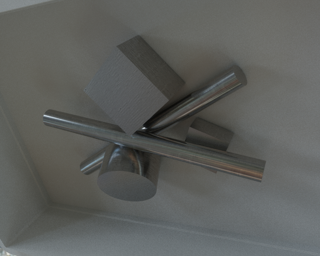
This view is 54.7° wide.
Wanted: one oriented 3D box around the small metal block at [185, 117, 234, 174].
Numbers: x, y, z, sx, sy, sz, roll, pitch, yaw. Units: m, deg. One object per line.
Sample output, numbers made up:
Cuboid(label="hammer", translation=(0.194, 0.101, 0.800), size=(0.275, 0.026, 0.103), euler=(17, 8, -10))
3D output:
Cuboid(label="small metal block", translation=(0.058, 0.022, 0.387), size=(0.050, 0.025, 0.050), euler=(24, 127, 13))

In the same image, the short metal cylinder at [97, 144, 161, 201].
Cuboid(label="short metal cylinder", translation=(-0.042, 0.060, 0.430), size=(0.080, 0.050, 0.080), euler=(5, 140, 5))

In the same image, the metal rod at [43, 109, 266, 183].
Cuboid(label="metal rod", translation=(-0.023, 0.017, 0.395), size=(0.301, 0.025, 0.025), euler=(13, 124, 20))

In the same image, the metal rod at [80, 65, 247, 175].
Cuboid(label="metal rod", translation=(-0.018, 0.005, 0.417), size=(0.299, 0.025, 0.025), euler=(-31, 102, 37))

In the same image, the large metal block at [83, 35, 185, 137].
Cuboid(label="large metal block", translation=(-0.031, -0.050, 0.374), size=(0.080, 0.050, 0.080), euler=(46, 129, -4))
